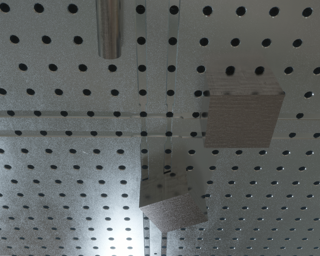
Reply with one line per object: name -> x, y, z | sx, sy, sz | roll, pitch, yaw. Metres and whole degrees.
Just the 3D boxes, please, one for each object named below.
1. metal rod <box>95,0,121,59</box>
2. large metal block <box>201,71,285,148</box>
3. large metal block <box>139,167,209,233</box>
metal rod -> -0.044, -0.195, 0.245 | 0.025, 0.025, 0.298 | 3, 130, -3
large metal block -> 0.095, -0.022, 0.378 | 0.081, 0.050, 0.079 | 0, 130, 0
large metal block -> 0.022, 0.117, 0.495 | 0.080, 0.050, 0.080 | -21, 127, 17
